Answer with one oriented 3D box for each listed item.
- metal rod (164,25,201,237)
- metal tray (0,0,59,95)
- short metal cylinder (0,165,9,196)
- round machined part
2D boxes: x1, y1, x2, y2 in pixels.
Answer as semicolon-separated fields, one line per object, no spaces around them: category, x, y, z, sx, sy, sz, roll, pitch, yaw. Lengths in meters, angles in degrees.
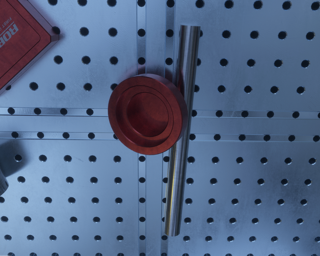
metal rod;0.027;0.017;0.420;0.025;0.025;0.298;3;110;-2
metal tray;-0.201;-0.100;0.370;0.130;0.030;0.090;-38;106;12
short metal cylinder;-0.250;0.070;0.406;0.080;0.080;0.050;-13;110;4
round machined part;-0.012;-0.019;0.385;0.098;0.042;0.097;8;110;21
